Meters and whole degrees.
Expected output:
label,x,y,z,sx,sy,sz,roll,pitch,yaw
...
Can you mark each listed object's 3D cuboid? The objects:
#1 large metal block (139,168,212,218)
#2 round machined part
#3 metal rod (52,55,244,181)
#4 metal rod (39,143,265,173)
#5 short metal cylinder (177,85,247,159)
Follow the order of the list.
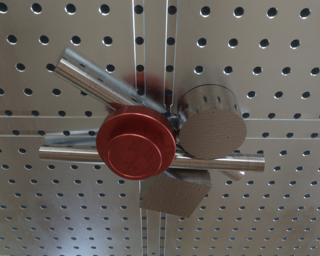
label,x,y,z,sx,sy,sz,roll,pitch,yaw
large metal block,0.021,0.084,0.465,0.081,0.050,0.079,16,128,-13
round machined part,-0.030,0.025,0.377,0.099,0.042,0.097,3,122,4
metal rod,0.002,-0.001,0.411,0.301,0.025,0.025,31,123,-24
metal rod,-0.016,0.040,0.421,0.302,0.025,0.025,2,131,7
short metal cylinder,0.063,-0.007,0.389,0.081,0.050,0.079,0,130,0
